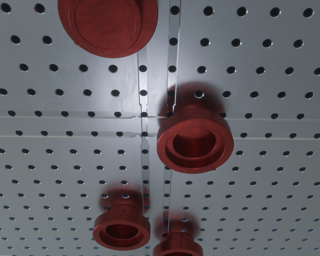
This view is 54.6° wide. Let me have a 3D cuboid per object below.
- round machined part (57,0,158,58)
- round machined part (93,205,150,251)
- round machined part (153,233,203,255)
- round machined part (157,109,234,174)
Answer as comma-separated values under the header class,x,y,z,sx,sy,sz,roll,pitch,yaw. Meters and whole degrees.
class,x,y,z,sx,sy,sz,roll,pitch,yaw
round machined part,-0.051,-0.112,0.304,0.099,0.042,0.097,0,130,0
round machined part,-0.066,0.172,0.546,0.099,0.042,0.097,0,130,0
round machined part,0.035,0.242,0.606,0.099,0.042,0.097,0,130,0
round machined part,0.045,0.013,0.412,0.099,0.042,0.097,0,130,0
